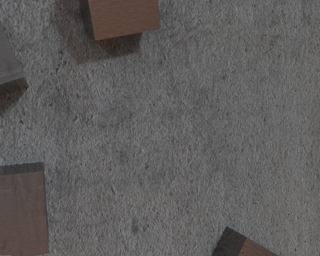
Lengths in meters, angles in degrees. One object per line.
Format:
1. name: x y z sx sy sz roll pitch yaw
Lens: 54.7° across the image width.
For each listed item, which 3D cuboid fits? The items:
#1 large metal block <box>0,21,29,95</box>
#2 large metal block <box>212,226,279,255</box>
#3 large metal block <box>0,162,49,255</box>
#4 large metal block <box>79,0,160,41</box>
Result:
1. large metal block: -0.177 -0.076 0.314 0.050 0.080 0.080 -23 98 -18
2. large metal block: 0.120 0.200 0.440 0.080 0.050 0.080 33 79 -17
3. large metal block: -0.147 0.082 0.326 0.050 0.080 0.079 -4 92 -20
4. large metal block: -0.050 -0.154 0.361 0.081 0.050 0.079 -17 123 -19
